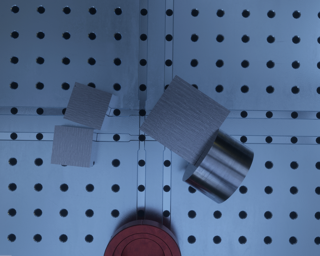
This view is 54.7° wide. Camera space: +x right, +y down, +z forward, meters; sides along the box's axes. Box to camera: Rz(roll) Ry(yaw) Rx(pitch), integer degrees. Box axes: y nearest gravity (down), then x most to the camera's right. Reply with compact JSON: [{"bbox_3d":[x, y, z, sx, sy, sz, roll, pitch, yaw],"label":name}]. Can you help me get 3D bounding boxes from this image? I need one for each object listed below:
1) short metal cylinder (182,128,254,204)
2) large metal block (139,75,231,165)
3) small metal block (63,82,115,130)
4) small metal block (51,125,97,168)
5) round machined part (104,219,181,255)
[{"bbox_3d":[0.071,0.046,0.387,0.050,0.080,0.080,33,90,-1],"label":"short metal cylinder"},{"bbox_3d":[0.030,-0.010,0.401,0.080,0.050,0.080,34,90,0],"label":"large metal block"},{"bbox_3d":[-0.093,-0.028,0.412,0.050,0.025,0.050,18,90,-1],"label":"small metal block"},{"bbox_3d":[-0.113,0.024,0.412,0.050,0.025,0.050,6,90,-1],"label":"small metal block"},{"bbox_3d":[-0.022,0.168,0.405,0.099,0.042,0.097,0,90,-1],"label":"round machined part"}]
